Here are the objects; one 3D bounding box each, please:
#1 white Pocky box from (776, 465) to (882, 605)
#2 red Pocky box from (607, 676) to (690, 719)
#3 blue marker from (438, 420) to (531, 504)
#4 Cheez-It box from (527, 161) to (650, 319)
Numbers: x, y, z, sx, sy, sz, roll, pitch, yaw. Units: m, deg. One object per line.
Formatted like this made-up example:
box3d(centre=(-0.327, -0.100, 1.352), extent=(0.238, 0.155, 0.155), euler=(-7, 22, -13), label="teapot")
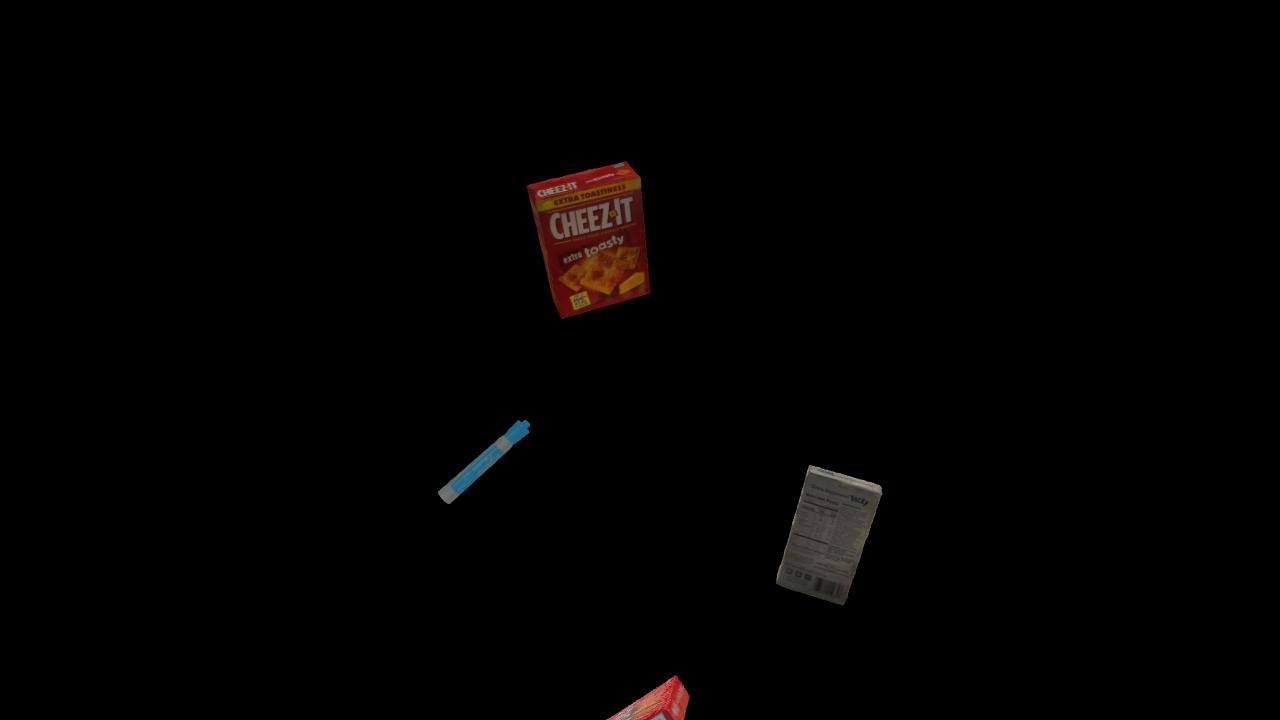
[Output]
box3d(centre=(0.218, 0.206, 0.719), extent=(0.084, 0.154, 0.028), euler=(15, 17, 13), label="white Pocky box")
box3d(centre=(-0.024, 0.377, 0.608), extent=(0.155, 0.028, 0.083), euler=(-35, -13, 4), label="red Pocky box")
box3d(centre=(-0.169, 0.110, 0.677), extent=(0.121, 0.020, 0.020), euler=(-42, 9, -10), label="blue marker")
box3d(centre=(-0.075, -0.190, 0.995), extent=(0.166, 0.223, 0.071), euler=(-17, 43, -12), label="Cheez-It box")
